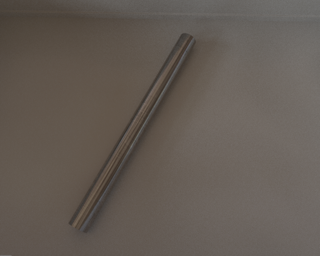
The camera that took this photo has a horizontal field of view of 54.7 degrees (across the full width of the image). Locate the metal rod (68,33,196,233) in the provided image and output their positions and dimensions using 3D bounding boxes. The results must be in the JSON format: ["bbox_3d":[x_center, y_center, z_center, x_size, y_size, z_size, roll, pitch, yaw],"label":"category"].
[{"bbox_3d":[-0.028,-0.006,0.411,0.025,0.025,0.300,26,72,9],"label":"metal rod"}]
